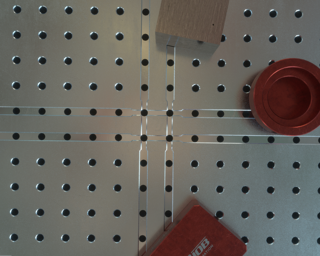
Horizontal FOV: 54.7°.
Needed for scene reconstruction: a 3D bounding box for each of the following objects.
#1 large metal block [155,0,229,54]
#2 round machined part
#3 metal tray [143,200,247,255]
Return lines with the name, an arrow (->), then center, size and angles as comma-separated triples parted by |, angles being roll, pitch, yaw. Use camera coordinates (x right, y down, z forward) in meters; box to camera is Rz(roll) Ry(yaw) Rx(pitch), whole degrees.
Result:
large metal block -> 0.042, -0.148, 0.401 | 0.080, 0.050, 0.080 | 12, 90, 0
round machined part -> 0.166, -0.039, 0.406 | 0.099, 0.042, 0.097 | 0, 90, 0
metal tray -> 0.038, 0.174, 0.411 | 0.090, 0.030, 0.130 | 41, 90, 0
